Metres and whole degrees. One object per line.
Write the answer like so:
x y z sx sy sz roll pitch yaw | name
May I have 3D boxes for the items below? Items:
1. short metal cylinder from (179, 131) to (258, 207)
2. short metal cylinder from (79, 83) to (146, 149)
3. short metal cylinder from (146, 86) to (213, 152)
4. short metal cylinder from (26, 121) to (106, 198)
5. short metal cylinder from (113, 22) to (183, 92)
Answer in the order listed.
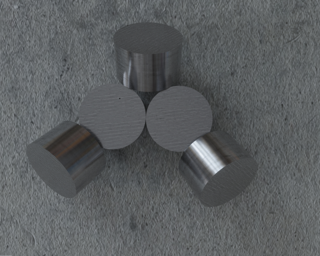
0.070 0.050 0.378 0.080 0.080 0.050 -37 49 0 | short metal cylinder
-0.057 -0.014 0.398 0.081 0.050 0.080 0 90 0 | short metal cylinder
0.023 -0.011 0.398 0.081 0.050 0.080 0 90 0 | short metal cylinder
-0.113 0.038 0.376 0.080 0.080 0.050 46 50 0 | short metal cylinder
-0.014 -0.088 0.377 0.081 0.080 0.050 2 133 0 | short metal cylinder
